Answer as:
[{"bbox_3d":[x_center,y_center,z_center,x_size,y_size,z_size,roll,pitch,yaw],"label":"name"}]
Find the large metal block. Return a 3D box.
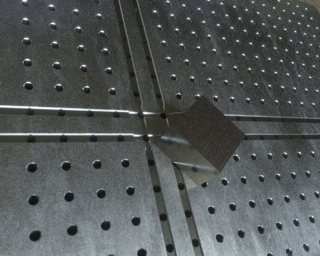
[{"bbox_3d":[0.054,0.015,0.414,0.080,0.050,0.080,44,51,2],"label":"large metal block"}]
